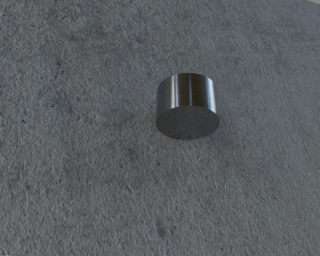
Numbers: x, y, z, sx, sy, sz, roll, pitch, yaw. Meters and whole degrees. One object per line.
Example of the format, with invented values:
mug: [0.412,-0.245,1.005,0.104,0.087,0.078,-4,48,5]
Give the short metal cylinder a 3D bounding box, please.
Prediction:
short metal cylinder: [0.035,-0.026,0.403,0.081,0.080,0.050,14,56,-20]
